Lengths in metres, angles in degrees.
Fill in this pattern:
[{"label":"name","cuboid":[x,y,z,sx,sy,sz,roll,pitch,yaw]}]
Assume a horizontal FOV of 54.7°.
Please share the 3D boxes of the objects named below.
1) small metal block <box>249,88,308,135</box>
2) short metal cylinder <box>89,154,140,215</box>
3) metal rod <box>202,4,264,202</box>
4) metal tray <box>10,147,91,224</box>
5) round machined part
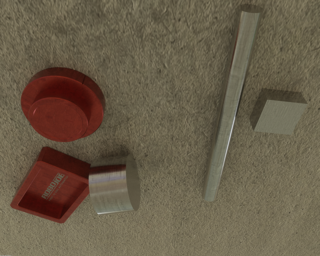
[{"label":"small metal block","cuboid":[0.148,-0.020,0.392,0.050,0.025,0.050,6,130,-5]},{"label":"short metal cylinder","cuboid":[-0.062,0.079,0.438,0.050,0.080,0.080,-8,130,7]},{"label":"metal rod","cuboid":[0.085,-0.005,0.403,0.025,0.025,0.298,1,130,-1]},{"label":"metal tray","cuboid":[-0.164,0.093,0.481,0.090,0.030,0.129,27,125,-22]},{"label":"round machined part","cuboid":[-0.119,-0.021,0.377,0.099,0.042,0.097,0,130,0]}]
